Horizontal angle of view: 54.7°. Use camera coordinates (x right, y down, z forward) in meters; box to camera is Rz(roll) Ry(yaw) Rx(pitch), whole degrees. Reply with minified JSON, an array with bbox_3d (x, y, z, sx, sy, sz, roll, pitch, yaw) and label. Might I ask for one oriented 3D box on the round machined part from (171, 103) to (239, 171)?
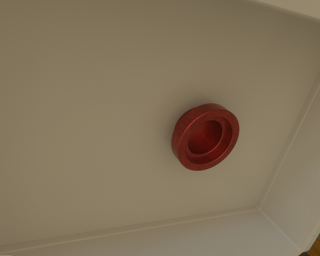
[{"bbox_3d":[0.059,0.009,0.438,0.099,0.042,0.097,-14,125,-21],"label":"round machined part"}]
